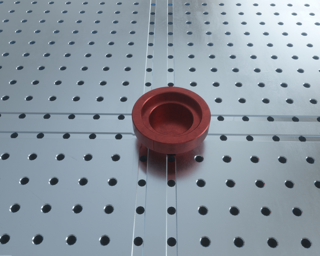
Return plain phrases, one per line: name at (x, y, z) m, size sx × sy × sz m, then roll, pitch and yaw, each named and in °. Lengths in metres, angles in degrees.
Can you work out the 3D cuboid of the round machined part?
round machined part at (0.014, -0.005, 0.402) m, size 0.099 × 0.042 × 0.098 m, roll 0°, pitch 50°, yaw 0°
